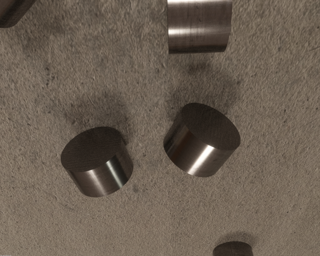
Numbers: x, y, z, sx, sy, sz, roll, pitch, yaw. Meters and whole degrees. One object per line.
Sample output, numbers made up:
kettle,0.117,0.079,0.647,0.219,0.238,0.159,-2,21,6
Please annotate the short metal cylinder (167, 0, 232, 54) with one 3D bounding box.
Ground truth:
short metal cylinder,0.032,-0.108,0.279,0.050,0.080,0.079,-2,130,1

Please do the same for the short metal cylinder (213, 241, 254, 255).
short metal cylinder,0.151,0.273,0.626,0.081,0.050,0.079,0,130,0

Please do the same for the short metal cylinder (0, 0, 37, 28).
short metal cylinder,-0.141,-0.132,0.257,0.050,0.080,0.080,-35,122,25

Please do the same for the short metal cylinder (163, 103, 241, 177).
short metal cylinder,0.051,0.014,0.384,0.081,0.080,0.050,19,128,-16

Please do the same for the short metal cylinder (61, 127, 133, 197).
short metal cylinder,-0.081,0.043,0.407,0.080,0.080,0.050,-11,129,9
